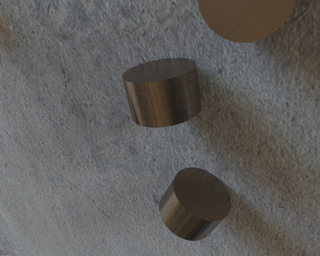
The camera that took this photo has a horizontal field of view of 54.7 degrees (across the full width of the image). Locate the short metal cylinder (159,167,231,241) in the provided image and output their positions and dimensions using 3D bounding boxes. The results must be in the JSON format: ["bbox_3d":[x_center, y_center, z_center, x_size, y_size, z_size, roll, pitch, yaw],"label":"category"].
[{"bbox_3d":[0.045,0.099,0.408,0.080,0.080,0.050,32,128,7],"label":"short metal cylinder"}]

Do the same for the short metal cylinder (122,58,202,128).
[{"bbox_3d":[0.003,-0.041,0.343,0.080,0.080,0.050,3,120,26],"label":"short metal cylinder"}]

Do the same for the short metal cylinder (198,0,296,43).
[{"bbox_3d":[0.080,-0.122,0.273,0.080,0.050,0.079,13,124,20],"label":"short metal cylinder"}]
